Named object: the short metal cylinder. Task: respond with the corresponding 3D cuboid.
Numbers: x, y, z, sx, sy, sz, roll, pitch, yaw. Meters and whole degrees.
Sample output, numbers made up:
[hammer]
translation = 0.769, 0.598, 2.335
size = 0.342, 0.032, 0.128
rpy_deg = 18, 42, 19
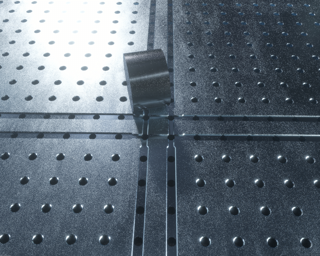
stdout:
[short metal cylinder]
translation = -0.019, -0.066, 0.427
size = 0.050, 0.080, 0.080
rpy_deg = -10, 51, -8
